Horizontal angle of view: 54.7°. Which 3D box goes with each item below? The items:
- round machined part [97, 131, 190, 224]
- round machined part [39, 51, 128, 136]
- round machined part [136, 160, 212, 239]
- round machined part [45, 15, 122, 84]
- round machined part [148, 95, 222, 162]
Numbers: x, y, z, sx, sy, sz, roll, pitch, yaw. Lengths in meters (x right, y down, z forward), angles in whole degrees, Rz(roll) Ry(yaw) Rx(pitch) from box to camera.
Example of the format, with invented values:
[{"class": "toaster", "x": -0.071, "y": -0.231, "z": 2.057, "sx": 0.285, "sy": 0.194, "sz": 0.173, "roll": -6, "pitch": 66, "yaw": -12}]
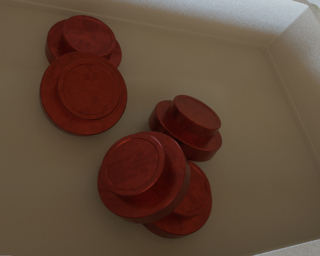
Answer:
[{"class": "round machined part", "x": -0.021, "y": 0.045, "z": 0.321, "sx": 0.098, "sy": 0.042, "sz": 0.098, "roll": -10, "pitch": 56, "yaw": 15}, {"class": "round machined part", "x": -0.083, "y": -0.040, "z": 0.352, "sx": 0.099, "sy": 0.042, "sz": 0.097, "roll": 3, "pitch": 83, "yaw": -25}, {"class": "round machined part", "x": 0.019, "y": 0.074, "z": 0.360, "sx": 0.099, "sy": 0.042, "sz": 0.098, "roll": 14, "pitch": 56, "yaw": -21}, {"class": "round machined part", "x": -0.097, "y": -0.109, "z": 0.409, "sx": 0.099, "sy": 0.042, "sz": 0.098, "roll": 14, "pitch": 56, "yaw": -21}, {"class": "round machined part", "x": 0.038, "y": -0.006, "z": 0.397, "sx": 0.099, "sy": 0.042, "sz": 0.098, "roll": 23, "pitch": 30, "yaw": -14}]
